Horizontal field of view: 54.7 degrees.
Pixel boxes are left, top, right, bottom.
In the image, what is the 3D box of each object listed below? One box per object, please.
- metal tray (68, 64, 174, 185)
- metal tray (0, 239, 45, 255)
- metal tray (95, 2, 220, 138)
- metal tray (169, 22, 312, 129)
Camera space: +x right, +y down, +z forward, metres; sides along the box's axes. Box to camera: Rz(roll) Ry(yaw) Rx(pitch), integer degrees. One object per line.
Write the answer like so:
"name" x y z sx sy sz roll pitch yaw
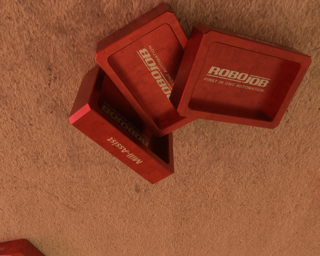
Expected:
"metal tray" -0.037 -0.005 0.359 0.030 0.090 0.130 -33 123 25
"metal tray" -0.311 0.271 0.631 0.130 0.030 0.090 -13 129 10
"metal tray" 0.002 -0.058 0.346 0.090 0.030 0.130 -28 125 12
"metal tray" 0.085 -0.051 0.331 0.131 0.030 0.089 7 118 -22
